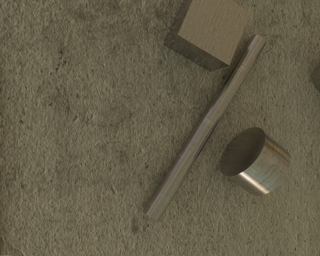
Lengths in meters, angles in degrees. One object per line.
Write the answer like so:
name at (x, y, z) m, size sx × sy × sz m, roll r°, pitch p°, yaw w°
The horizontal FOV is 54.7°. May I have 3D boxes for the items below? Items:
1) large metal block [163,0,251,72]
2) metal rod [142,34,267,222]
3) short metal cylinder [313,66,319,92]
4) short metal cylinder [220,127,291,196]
large metal block at (0.063, -0.134, 0.419) m, size 0.080 × 0.050 × 0.080 m, roll 26°, pitch 82°, yaw -18°
metal rod at (0.068, -0.008, 0.433) m, size 0.025 × 0.025 × 0.300 m, roll 36°, pitch 78°, yaw -17°
short metal cylinder at (0.293, -0.082, 0.488) m, size 0.080 × 0.080 × 0.050 m, roll 46°, pitch 76°, yaw -15°
short metal cylinder at (0.130, 0.046, 0.428) m, size 0.050 × 0.080 × 0.080 m, roll 37°, pitch 78°, yaw -16°
